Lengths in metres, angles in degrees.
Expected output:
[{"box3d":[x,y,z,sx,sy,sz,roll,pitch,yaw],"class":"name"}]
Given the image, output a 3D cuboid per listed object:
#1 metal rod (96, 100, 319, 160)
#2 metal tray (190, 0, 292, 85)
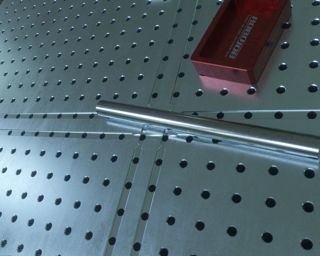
[{"box3d":[0.036,-0.005,0.391,0.300,0.025,0.025,11,68,32],"class":"metal rod"},{"box3d":[0.111,-0.127,0.423,0.090,0.030,0.130,19,72,35],"class":"metal tray"}]
